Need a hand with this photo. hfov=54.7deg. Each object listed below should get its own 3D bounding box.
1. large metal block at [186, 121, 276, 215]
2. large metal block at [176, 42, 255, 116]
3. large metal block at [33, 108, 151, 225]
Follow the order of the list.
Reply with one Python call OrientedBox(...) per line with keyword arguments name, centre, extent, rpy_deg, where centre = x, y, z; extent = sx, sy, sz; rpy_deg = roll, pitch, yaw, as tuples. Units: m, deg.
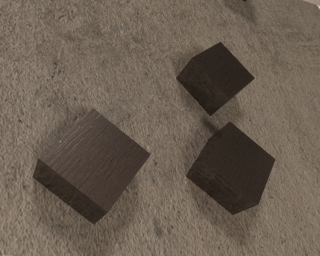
OrientedBox(name="large metal block", centre=(0.094, 0.052, 0.409), extent=(0.080, 0.050, 0.080), rpy_deg=(40, 51, -2))
OrientedBox(name="large metal block", centre=(0.087, -0.078, 0.484), extent=(0.080, 0.050, 0.081), rpy_deg=(49, 51, 6))
OrientedBox(name="large metal block", centre=(-0.070, 0.040, 0.327), extent=(0.080, 0.050, 0.080), rpy_deg=(39, 51, -2))
